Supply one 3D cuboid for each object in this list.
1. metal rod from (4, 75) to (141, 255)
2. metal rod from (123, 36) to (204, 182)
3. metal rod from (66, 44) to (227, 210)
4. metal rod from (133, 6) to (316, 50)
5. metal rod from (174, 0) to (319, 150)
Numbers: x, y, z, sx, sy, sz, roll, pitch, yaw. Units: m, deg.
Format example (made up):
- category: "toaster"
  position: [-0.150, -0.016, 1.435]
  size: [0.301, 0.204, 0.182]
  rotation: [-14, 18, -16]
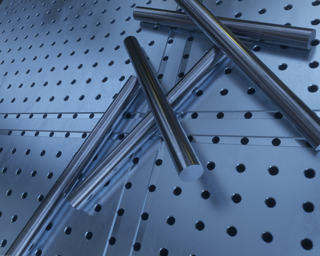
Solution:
- category: "metal rod"
  position: [-0.113, 0.051, 0.434]
  size: [0.025, 0.025, 0.300]
  rotation: [23, 74, 36]
- category: "metal rod"
  position: [-0.009, -0.049, 0.411]
  size: [0.025, 0.025, 0.300]
  rotation: [-31, 42, 8]
- category: "metal rod"
  position: [-0.009, -0.010, 0.417]
  size: [0.300, 0.025, 0.025]
  rotation: [-46, 52, -5]
- category: "metal rod"
  position: [0.073, -0.156, 0.464]
  size: [0.300, 0.025, 0.025]
  rotation: [23, 74, 36]
- category: "metal rod"
  position: [0.098, -0.094, 0.387]
  size: [0.025, 0.025, 0.299]
  rotation: [-35, 60, 4]
